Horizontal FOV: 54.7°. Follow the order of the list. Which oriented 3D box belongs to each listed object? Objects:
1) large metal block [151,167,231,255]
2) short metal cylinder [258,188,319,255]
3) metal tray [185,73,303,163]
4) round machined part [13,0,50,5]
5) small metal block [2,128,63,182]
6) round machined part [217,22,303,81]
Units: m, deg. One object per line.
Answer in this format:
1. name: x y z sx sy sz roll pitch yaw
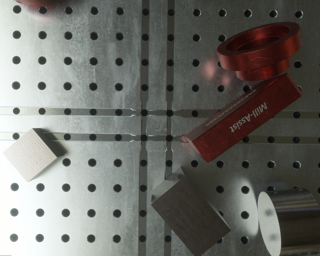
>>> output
1. large metal block: 0.035 0.100 0.386 0.050 0.080 0.080 -40 90 0
2. short metal cylinder: 0.160 0.117 0.387 0.050 0.080 0.080 -6 90 0
3. metal tray: 0.095 -0.013 0.380 0.130 0.090 0.030 -36 92 0
4. round machined part: -0.167 -0.208 0.403 0.099 0.042 0.097 0 90 0
5. small metal block: -0.168 0.035 0.412 0.050 0.025 0.050 -40 90 0
6. round machined part: 0.124 -0.092 0.383 0.098 0.098 0.042 -23 116 0
